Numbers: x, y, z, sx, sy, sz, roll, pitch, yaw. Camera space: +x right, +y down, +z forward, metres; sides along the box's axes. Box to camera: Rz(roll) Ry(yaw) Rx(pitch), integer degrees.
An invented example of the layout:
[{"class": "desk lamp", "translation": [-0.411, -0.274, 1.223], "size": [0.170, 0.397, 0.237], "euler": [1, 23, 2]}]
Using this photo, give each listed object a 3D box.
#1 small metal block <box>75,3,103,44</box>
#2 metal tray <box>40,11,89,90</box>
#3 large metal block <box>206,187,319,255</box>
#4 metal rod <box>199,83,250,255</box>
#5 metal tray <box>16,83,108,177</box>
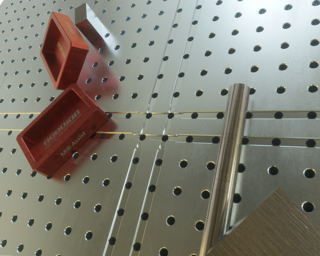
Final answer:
[{"class": "small metal block", "translation": [-0.133, -0.196, 0.580], "size": [0.025, 0.050, 0.050], "euler": [-23, 54, 15]}, {"class": "metal tray", "translation": [-0.173, -0.136, 0.548], "size": [0.130, 0.030, 0.089], "euler": [54, 127, 39]}, {"class": "large metal block", "translation": [0.098, 0.108, 0.259], "size": [0.080, 0.050, 0.080], "euler": [-43, 71, -1]}, {"class": "metal rod", "translation": [0.063, 0.083, 0.323], "size": [0.025, 0.025, 0.300], "euler": [1, 62, 28]}, {"class": "metal tray", "translation": [-0.154, 0.000, 0.483], "size": [0.130, 0.030, 0.090], "euler": [-45, 51, -4]}]
